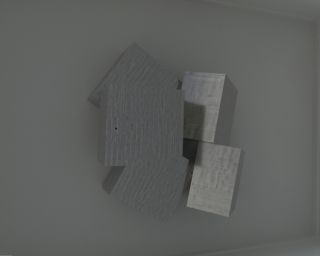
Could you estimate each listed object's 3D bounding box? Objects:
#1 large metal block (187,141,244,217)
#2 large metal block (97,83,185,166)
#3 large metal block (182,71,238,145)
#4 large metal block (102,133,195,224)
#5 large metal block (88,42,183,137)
[{"bbox_3d":[0.076,0.064,0.402,0.050,0.080,0.080,10,86,19],"label":"large metal block"},{"bbox_3d":[-0.022,-0.001,0.334,0.081,0.050,0.080,3,88,-19],"label":"large metal block"},{"bbox_3d":[0.061,-0.021,0.397,0.080,0.050,0.080,19,81,-65],"label":"large metal block"},{"bbox_3d":[-0.014,0.060,0.389,0.080,0.050,0.080,31,80,-18],"label":"large metal block"},{"bbox_3d":[-0.030,-0.045,0.386,0.080,0.050,0.080,38,78,-17],"label":"large metal block"}]
